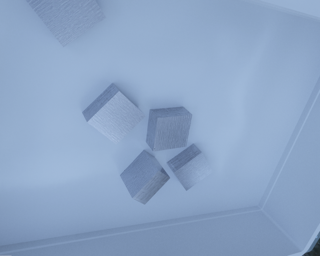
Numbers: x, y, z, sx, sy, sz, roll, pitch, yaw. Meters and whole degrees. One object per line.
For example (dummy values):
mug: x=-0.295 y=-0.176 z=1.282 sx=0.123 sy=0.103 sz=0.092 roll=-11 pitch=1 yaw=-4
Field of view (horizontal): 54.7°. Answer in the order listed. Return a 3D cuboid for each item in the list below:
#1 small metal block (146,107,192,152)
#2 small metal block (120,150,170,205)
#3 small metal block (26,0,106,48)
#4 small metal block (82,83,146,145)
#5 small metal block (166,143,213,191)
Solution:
small metal block: x=0.011 y=0.001 z=0.415 sx=0.050 sy=0.025 sz=0.050 roll=-7 pitch=122 yaw=-25
small metal block: x=-0.021 y=0.066 z=0.422 sx=0.050 sy=0.050 sz=0.025 roll=-47 pitch=129 yaw=5
small metal block: x=-0.088 y=-0.113 z=0.290 sx=0.050 sy=0.025 sz=0.050 roll=-37 pitch=129 yaw=-4
small metal block: x=-0.054 y=-0.016 z=0.369 sx=0.050 sy=0.025 sz=0.050 roll=-44 pitch=129 yaw=2
small metal block: x=0.045 y=0.060 z=0.470 sx=0.050 sy=0.025 sz=0.050 roll=-36 pitch=129 yaw=-5
